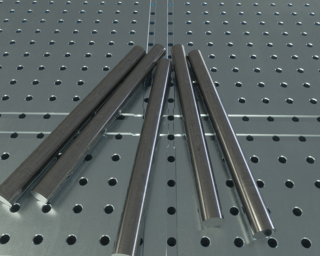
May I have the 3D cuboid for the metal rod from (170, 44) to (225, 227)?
[{"bbox_3d":[0.043,-0.015,0.421,0.025,0.025,0.300,-4,50,-3],"label":"metal rod"}]

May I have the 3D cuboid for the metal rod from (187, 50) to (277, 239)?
[{"bbox_3d":[0.082,-0.005,0.412,0.025,0.025,0.300,-7,50,-6],"label":"metal rod"}]

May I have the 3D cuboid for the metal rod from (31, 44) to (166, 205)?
[{"bbox_3d":[-0.067,-0.026,0.430,0.025,0.025,0.301,20,53,16],"label":"metal rod"}]

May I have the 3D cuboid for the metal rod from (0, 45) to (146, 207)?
[{"bbox_3d":[-0.103,-0.023,0.426,0.025,0.025,0.301,22,53,17],"label":"metal rod"}]

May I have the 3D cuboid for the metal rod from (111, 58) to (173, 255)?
[{"bbox_3d":[-0.014,0.013,0.397,0.025,0.025,0.300,6,50,5],"label":"metal rod"}]
